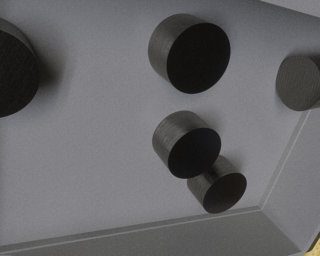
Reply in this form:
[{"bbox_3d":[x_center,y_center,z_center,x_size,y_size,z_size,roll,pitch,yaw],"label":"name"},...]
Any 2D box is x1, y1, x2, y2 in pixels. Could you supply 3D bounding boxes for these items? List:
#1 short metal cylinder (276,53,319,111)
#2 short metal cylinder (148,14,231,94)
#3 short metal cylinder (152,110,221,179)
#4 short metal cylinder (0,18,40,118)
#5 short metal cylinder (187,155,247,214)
[{"bbox_3d":[0.218,-0.067,0.450,0.050,0.080,0.079,-11,123,-23],"label":"short metal cylinder"},{"bbox_3d":[0.033,-0.086,0.357,0.081,0.050,0.079,-14,124,-21],"label":"short metal cylinder"},{"bbox_3d":[0.036,0.023,0.426,0.081,0.050,0.079,-14,124,-21],"label":"short metal cylinder"},{"bbox_3d":[-0.153,-0.055,0.275,0.081,0.050,0.079,-14,124,-21],"label":"short metal cylinder"},{"bbox_3d":[0.091,0.090,0.497,0.081,0.050,0.079,-14,124,-21],"label":"short metal cylinder"}]
